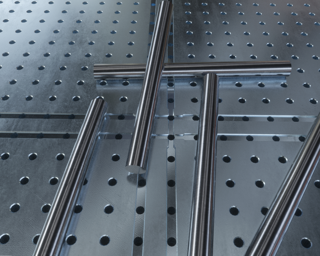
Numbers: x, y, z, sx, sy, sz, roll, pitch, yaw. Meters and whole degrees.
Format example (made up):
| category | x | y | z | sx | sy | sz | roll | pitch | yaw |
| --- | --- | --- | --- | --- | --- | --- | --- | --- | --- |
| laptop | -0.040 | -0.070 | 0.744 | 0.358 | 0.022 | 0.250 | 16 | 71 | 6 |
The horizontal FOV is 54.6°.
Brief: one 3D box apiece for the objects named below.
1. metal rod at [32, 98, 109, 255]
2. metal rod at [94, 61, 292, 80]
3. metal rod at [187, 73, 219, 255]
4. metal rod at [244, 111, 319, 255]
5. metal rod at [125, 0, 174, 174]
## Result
| category | x | y | z | sx | sy | sz | roll | pitch | yaw |
| --- | --- | --- | --- | --- | --- | --- | --- | --- | --- |
| metal rod | -0.104 | 0.081 | 0.338 | 0.025 | 0.025 | 0.300 | 6 | 50 | 5 |
| metal rod | 0.050 | -0.090 | 0.483 | 0.302 | 0.025 | 0.025 | -1 | 50 | -1 |
| metal rod | 0.055 | 0.040 | 0.374 | 0.025 | 0.025 | 0.300 | 7 | 50 | 5 |
| metal rod | 0.151 | 0.068 | 0.351 | 0.025 | 0.025 | 0.301 | 29 | 56 | 22 |
| metal rod | -0.009 | -0.077 | 0.444 | 0.025 | 0.025 | 0.300 | 6 | 59 | 5 |
